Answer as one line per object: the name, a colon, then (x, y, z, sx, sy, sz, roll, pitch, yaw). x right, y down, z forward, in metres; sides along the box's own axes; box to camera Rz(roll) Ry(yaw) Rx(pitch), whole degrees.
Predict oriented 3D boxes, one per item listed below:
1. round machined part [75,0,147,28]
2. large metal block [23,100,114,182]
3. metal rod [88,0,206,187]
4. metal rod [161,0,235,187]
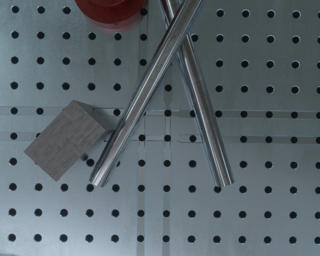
round machined part: (-0.066, -0.185, 0.404, 0.099, 0.042, 0.097, 0, 90, -1)
large metal block: (-0.106, 0.014, 0.385, 0.050, 0.080, 0.080, 43, 90, 0)
metal rod: (-0.013, -0.058, 0.396, 0.025, 0.025, 0.299, 29, 96, -1)
metal rod: (0.045, -0.068, 0.413, 0.025, 0.025, 0.298, -17, 90, 0)
